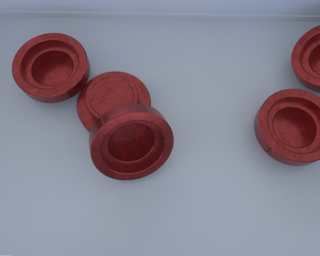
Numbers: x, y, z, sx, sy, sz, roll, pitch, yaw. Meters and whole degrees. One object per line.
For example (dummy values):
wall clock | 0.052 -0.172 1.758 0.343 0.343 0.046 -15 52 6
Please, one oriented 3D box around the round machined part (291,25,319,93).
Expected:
round machined part | 0.235 -0.091 0.422 0.098 0.042 0.098 -11 66 28

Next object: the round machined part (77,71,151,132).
round machined part | -0.062 -0.033 0.412 0.099 0.042 0.098 0 70 -1

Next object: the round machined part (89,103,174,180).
round machined part | -0.036 0.013 0.376 0.099 0.097 0.042 -19 36 -7

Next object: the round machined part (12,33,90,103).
round machined part | -0.145 -0.078 0.427 0.099 0.042 0.098 0 70 0

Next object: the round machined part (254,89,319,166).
round machined part | 0.171 0.002 0.402 0.099 0.042 0.098 0 70 -1
